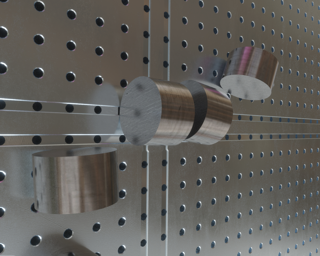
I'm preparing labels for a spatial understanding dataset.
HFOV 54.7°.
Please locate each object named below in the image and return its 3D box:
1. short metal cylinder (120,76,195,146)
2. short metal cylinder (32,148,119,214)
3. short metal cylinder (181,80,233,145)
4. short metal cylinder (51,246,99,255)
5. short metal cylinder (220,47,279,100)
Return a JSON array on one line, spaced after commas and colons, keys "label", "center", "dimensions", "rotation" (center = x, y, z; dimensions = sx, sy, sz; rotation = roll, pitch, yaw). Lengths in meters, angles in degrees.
[{"label": "short metal cylinder", "center": [-0.005, -0.019, 0.371], "dimensions": [0.050, 0.080, 0.080], "rotation": [3, 88, -40]}, {"label": "short metal cylinder", "center": [-0.082, 0.048, 0.306], "dimensions": [0.081, 0.080, 0.050], "rotation": [-4, 93, -40]}, {"label": "short metal cylinder", "center": [0.050, -0.020, 0.417], "dimensions": [0.050, 0.080, 0.080], "rotation": [12, 82, -40]}, {"label": "short metal cylinder", "center": [-0.086, 0.171, 0.322], "dimensions": [0.081, 0.050, 0.079], "rotation": [0, 90, -40]}, {"label": "short metal cylinder", "center": [0.143, -0.085, 0.496], "dimensions": [0.080, 0.080, 0.050], "rotation": [31, 71, -36]}]
